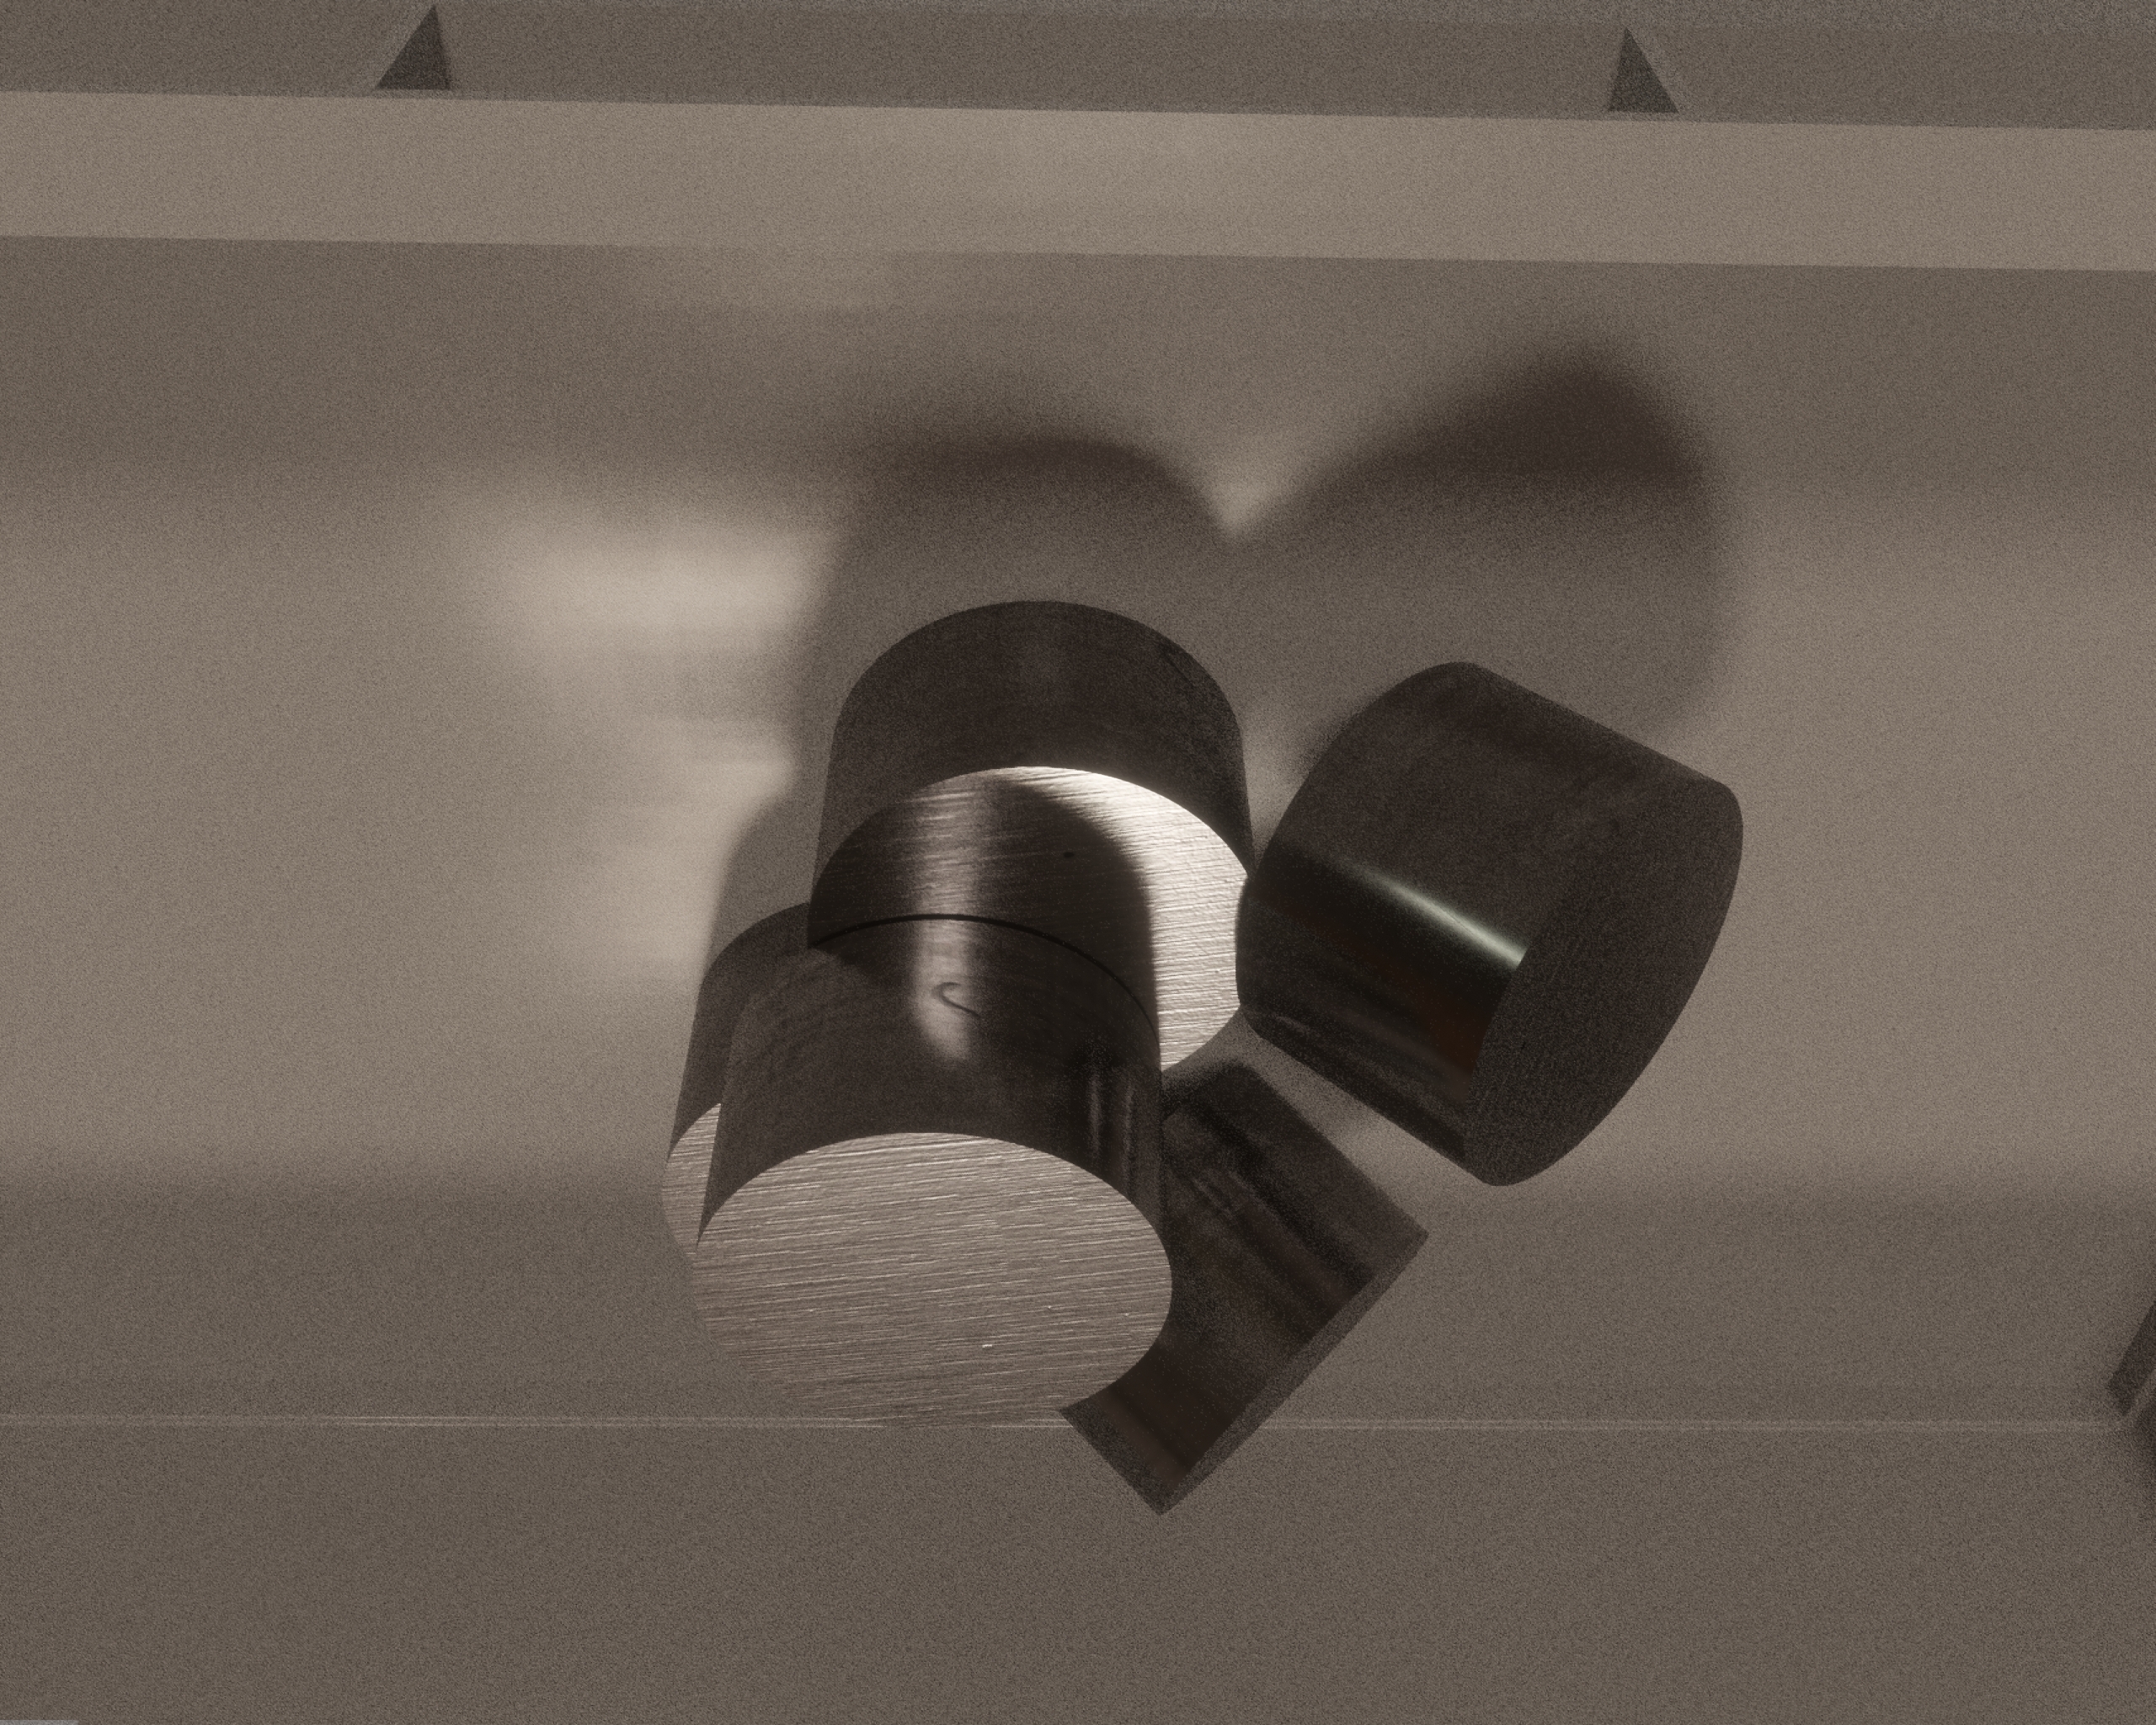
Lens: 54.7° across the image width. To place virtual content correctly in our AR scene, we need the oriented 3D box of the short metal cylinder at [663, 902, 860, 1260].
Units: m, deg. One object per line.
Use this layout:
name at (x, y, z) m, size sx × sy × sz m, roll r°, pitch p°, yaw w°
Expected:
short metal cylinder at (-0.042, 0.053, 0.436) m, size 0.081 × 0.050 × 0.079 m, roll 0°, pitch 130°, yaw 0°

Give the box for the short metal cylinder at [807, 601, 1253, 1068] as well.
short metal cylinder at (-0.008, -0.002, 0.389) m, size 0.081 × 0.050 × 0.079 m, roll 0°, pitch 130°, yaw 0°

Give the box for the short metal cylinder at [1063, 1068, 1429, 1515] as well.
short metal cylinder at (0.028, 0.090, 0.439) m, size 0.050 × 0.081 × 0.079 m, roll 43°, pitch 128°, yaw 17°

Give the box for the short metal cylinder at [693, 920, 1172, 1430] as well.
short metal cylinder at (-0.024, 0.056, 0.371) m, size 0.081 × 0.050 × 0.079 m, roll 0°, pitch 130°, yaw 0°

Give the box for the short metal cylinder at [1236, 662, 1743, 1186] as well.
short metal cylinder at (0.074, 0.011, 0.374) m, size 0.081 × 0.050 × 0.079 m, roll -32°, pitch 139°, yaw -33°
